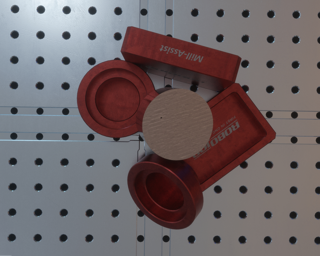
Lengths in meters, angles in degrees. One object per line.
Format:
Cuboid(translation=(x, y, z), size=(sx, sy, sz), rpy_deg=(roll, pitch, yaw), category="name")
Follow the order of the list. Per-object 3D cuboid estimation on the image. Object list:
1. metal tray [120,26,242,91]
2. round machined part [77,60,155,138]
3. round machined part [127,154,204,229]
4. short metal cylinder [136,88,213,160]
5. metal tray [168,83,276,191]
Cuboid(translation=(0.023, -0.081, 0.381), size=(0.131, 0.090, 0.030), rpy_deg=(15, 90, -1), category="metal tray")
Cuboid(translation=(-0.054, -0.036, 0.404), size=(0.099, 0.042, 0.097), rpy_deg=(0, 90, -1), category="round machined part")
Cuboid(translation=(0.011, 0.074, 0.388), size=(0.098, 0.042, 0.097), rpy_deg=(18, 125, 28), category="round machined part")
Cuboid(translation=(0.015, -0.007, 0.364), size=(0.081, 0.050, 0.079), rpy_deg=(-2, 99, -12), category="short metal cylinder")
Cuboid(translation=(0.073, 0.013, 0.411), size=(0.130, 0.030, 0.090), rpy_deg=(-36, 90, -1), category="metal tray")
